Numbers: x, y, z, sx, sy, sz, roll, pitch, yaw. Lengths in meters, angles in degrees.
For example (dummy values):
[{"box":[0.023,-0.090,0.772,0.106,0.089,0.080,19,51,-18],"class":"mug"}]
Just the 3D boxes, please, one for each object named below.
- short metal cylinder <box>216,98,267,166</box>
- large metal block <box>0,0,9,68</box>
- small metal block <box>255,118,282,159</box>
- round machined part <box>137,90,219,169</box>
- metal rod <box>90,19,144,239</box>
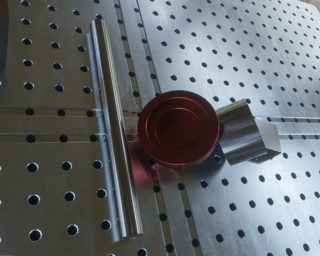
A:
[{"box":[0.106,0.006,0.422,0.080,0.050,0.080,68,14,0],"class":"short metal cylinder"},{"box":[-0.199,-0.125,0.342,0.050,0.080,0.080,-2,63,-30],"class":"large metal block"},{"box":[0.159,0.016,0.487,0.050,0.025,0.050,16,55,-20],"class":"small metal block"},{"box":[0.023,0.005,0.390,0.099,0.042,0.098,-2,67,5],"class":"round machined part"},{"box":[-0.060,-0.018,0.388,0.025,0.025,0.299,2,61,-28],"class":"metal rod"}]
